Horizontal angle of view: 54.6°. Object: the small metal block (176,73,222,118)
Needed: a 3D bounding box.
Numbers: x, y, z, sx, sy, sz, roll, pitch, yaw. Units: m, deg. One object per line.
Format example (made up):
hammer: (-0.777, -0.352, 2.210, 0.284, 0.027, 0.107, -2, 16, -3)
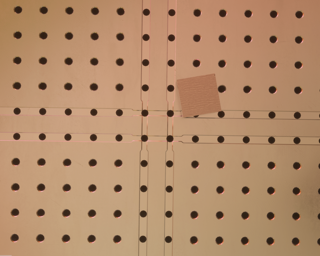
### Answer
small metal block: (0.051, -0.042, 0.414, 0.050, 0.025, 0.050, -10, 90, 0)
